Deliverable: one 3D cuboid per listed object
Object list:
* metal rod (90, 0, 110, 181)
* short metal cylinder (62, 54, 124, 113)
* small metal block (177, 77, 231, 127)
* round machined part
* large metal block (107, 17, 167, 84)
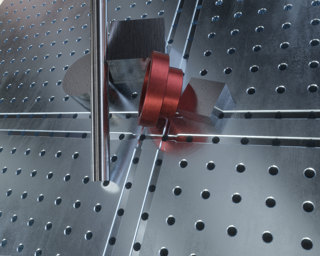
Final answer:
[{"bbox_3d":[-0.085,-0.077,0.434,0.025,0.025,0.298,-7,79,24],"label":"metal rod"},{"bbox_3d":[-0.105,-0.071,0.488,0.080,0.050,0.080,-13,56,21],"label":"short metal cylinder"},{"bbox_3d":[0.056,-0.035,0.400,0.050,0.025,0.050,17,70,34],"label":"small metal block"},{"bbox_3d":[0.001,-0.047,0.401,0.042,0.098,0.098,11,61,-8],"label":"round machined part"},{"bbox_3d":[-0.031,-0.115,0.463,0.080,0.050,0.080,-3,58,4],"label":"large metal block"}]
